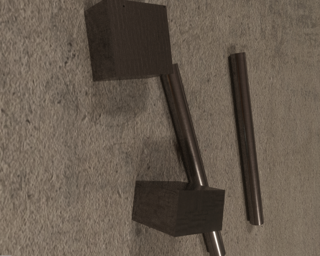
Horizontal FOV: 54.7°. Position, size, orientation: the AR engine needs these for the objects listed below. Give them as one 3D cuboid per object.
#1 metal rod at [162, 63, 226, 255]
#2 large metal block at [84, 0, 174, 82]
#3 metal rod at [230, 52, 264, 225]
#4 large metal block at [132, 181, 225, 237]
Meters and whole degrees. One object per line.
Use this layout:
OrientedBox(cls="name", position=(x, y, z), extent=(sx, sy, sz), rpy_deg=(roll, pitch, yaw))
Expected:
OrientedBox(cls="metal rod", position=(0.051, 0.056, 0.449), extent=(0.025, 0.025, 0.298), rpy_deg=(-26, 107, -37))
OrientedBox(cls="large metal block", position=(-0.035, -0.099, 0.361), extent=(0.081, 0.050, 0.079), rpy_deg=(-11, 97, -40))
OrientedBox(cls="metal rod", position=(0.151, 0.022, 0.534), extent=(0.025, 0.025, 0.298), rpy_deg=(-15, 100, -39))
OrientedBox(cls="large metal block", position=(0.023, 0.097, 0.390), extent=(0.081, 0.080, 0.050), rpy_deg=(9, 84, -40))
